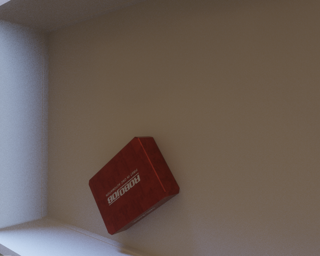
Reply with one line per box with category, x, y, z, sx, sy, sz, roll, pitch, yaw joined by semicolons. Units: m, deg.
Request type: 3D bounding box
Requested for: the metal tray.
metal tray;-0.042;0.083;0.440;0.129;0.030;0.090;-42;64;32
